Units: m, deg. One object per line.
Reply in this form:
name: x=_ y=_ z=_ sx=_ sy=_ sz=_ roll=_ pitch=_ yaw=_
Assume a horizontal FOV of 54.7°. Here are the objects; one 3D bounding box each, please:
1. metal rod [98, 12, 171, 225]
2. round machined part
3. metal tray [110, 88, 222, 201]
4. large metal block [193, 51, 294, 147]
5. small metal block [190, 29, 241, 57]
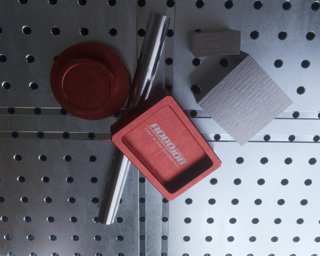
metal rod: x=-0.040 y=0.001 z=0.413 sx=0.025 sy=0.025 sz=0.298 roll=15 pitch=109 yaw=-6
round machined part: x=-0.087 y=-0.055 z=0.383 sx=0.099 sy=0.042 sz=0.097 roll=0 pitch=110 yaw=-1
metal tray: x=0.009 y=0.025 z=0.403 sx=0.090 sy=0.030 sz=0.130 roll=-37 pitch=116 yaw=5
large metal block: x=0.100 y=-0.038 z=0.388 sx=0.080 sy=0.050 sz=0.080 roll=42 pitch=104 yaw=-14
small metal block: x=0.063 y=-0.101 z=0.364 sx=0.050 sy=0.050 sz=0.025 roll=-3 pitch=110 yaw=1
